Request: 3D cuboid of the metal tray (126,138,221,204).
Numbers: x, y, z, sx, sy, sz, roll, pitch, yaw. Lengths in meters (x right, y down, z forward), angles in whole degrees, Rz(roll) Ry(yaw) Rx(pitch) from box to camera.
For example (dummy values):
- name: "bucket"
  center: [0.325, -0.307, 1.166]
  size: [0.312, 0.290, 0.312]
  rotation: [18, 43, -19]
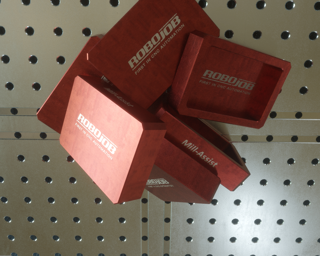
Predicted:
- name: "metal tray"
  center: [0.002, 0.055, 0.383]
  size: [0.090, 0.130, 0.030]
  rotation: [37, 67, -13]

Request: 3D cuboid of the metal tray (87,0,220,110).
- name: "metal tray"
  center: [-0.007, -0.095, 0.356]
  size: [0.130, 0.030, 0.090]
  rotation: [-46, 108, 0]

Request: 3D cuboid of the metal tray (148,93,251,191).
- name: "metal tray"
  center: [0.044, 0.013, 0.383]
  size: [0.130, 0.090, 0.030]
  rotation: [36, 106, -13]

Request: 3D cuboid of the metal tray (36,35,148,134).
- name: "metal tray"
  center: [-0.082, -0.040, 0.395]
  size: [0.090, 0.030, 0.130]
  rotation: [37, 106, -14]

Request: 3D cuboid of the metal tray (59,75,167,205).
- name: "metal tray"
  center: [-0.058, 0.007, 0.335]
  size: [0.030, 0.130, 0.089]
  rotation: [0, 117, -46]

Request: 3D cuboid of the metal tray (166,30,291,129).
- name: "metal tray"
  center: [0.083, -0.052, 0.366]
  size: [0.131, 0.030, 0.089]
  rotation: [9, 112, -27]
